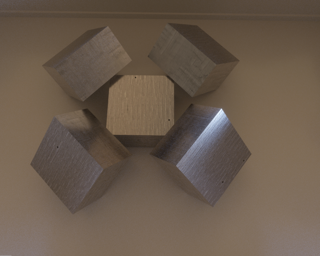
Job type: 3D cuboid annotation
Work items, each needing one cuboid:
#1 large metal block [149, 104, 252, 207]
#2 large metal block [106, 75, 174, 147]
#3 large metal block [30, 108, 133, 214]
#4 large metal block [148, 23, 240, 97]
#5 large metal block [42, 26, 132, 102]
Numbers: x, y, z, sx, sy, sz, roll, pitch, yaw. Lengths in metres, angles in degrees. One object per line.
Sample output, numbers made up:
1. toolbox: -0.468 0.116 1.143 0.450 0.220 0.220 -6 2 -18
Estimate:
1. large metal block: 0.049 0.030 0.361 0.080 0.050 0.080 -50 122 -16
2. large metal block: -0.023 -0.021 0.401 0.080 0.050 0.080 1 70 0
3. large metal block: -0.092 0.037 0.359 0.080 0.050 0.080 44 120 14
4. large metal block: 0.046 -0.091 0.406 0.080 0.050 0.081 45 33 15
5. large metal block: -0.096 -0.084 0.400 0.080 0.080 0.050 -44 119 -15
